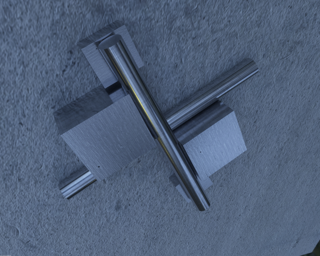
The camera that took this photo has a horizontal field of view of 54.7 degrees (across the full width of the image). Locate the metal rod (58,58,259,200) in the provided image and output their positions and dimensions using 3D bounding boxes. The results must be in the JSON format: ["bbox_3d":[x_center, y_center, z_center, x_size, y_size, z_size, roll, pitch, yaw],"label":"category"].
[{"bbox_3d":[0.003,-0.002,0.409,0.301,0.025,0.025,-34,129,-6],"label":"metal rod"}]

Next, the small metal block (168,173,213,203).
[{"bbox_3d":[0.049,0.083,0.487,0.050,0.025,0.050,-37,129,-4],"label":"small metal block"}]

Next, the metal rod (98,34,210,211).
[{"bbox_3d":[0.009,0.018,0.392,0.025,0.025,0.299,-34,129,-6],"label":"metal rod"}]

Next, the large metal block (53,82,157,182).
[{"bbox_3d":[-0.062,0.002,0.357,0.080,0.050,0.080,-32,129,-7],"label":"large metal block"}]

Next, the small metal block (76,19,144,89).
[{"bbox_3d":[-0.053,-0.079,0.332,0.050,0.025,0.050,-33,129,-7],"label":"small metal block"}]

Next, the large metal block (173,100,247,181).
[{"bbox_3d":[0.067,0.015,0.438,0.080,0.050,0.080,-34,129,-6],"label":"large metal block"}]
